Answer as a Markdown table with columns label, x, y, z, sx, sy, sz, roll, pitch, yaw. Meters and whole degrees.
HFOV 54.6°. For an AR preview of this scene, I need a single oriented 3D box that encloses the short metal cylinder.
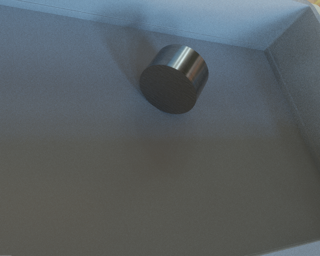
| label | x | y | z | sx | sy | sz | roll | pitch | yaw |
| --- | --- | --- | --- | --- | --- | --- | --- | --- | --- |
| short metal cylinder | 0.020 | -0.065 | 0.420 | 0.080 | 0.080 | 0.050 | 35 | 51 | -5 |
